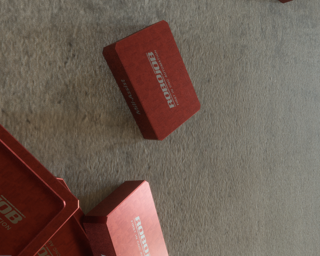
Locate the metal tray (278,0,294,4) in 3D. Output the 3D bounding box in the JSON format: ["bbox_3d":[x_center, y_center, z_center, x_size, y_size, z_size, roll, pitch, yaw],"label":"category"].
[{"bbox_3d":[0.235,-0.323,0.601,0.091,0.030,0.129,8,85,-40],"label":"metal tray"}]

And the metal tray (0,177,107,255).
[{"bbox_3d":[-0.111,0.124,0.309,0.091,0.030,0.129,-37,113,-34],"label":"metal tray"}]

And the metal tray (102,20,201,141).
[{"bbox_3d":[-0.006,-0.060,0.399,0.091,0.030,0.129,-38,114,-34],"label":"metal tray"}]

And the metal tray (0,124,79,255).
[{"bbox_3d":[-0.145,0.052,0.252,0.130,0.030,0.090,48,57,-9],"label":"metal tray"}]

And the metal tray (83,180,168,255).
[{"bbox_3d":[-0.032,0.137,0.356,0.090,0.030,0.129,-35,114,-59],"label":"metal tray"}]
